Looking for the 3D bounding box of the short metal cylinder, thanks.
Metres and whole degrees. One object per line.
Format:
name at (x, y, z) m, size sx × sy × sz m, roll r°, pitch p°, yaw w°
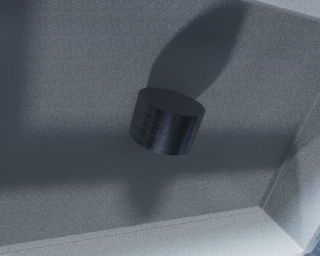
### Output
short metal cylinder at (0.008, -0.010, 0.371) m, size 0.081 × 0.080 × 0.050 m, roll 2°, pitch 117°, yaw -30°
